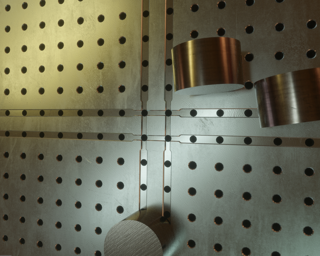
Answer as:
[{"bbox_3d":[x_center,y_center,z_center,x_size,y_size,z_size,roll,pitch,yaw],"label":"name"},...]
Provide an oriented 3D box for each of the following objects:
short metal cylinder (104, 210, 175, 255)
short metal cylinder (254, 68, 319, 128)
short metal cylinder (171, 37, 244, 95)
[{"bbox_3d":[-0.026,0.154,0.407,0.080,0.050,0.079,0,90,19],"label":"short metal cylinder"},{"bbox_3d":[0.146,-0.030,0.332,0.080,0.080,0.050,-9,87,19],"label":"short metal cylinder"},{"bbox_3d":[0.055,-0.069,0.363,0.080,0.080,0.050,-5,89,19],"label":"short metal cylinder"}]
